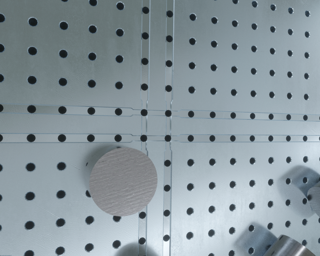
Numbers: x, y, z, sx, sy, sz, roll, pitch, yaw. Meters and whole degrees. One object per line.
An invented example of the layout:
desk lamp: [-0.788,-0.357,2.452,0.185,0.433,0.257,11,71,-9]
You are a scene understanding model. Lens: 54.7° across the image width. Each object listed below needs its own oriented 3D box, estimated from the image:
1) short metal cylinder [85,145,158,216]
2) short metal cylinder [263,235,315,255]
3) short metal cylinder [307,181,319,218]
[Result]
short metal cylinder: [-0.049,0.062,0.381,0.081,0.050,0.079,0,90,-20]
short metal cylinder: [0.195,0.205,0.456,0.050,0.080,0.080,-43,104,-15]
short metal cylinder: [0.284,0.114,0.488,0.050,0.080,0.080,-30,100,-17]
